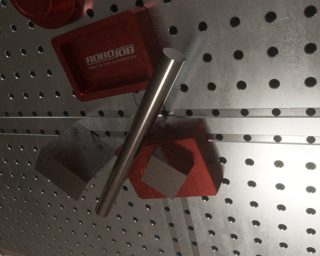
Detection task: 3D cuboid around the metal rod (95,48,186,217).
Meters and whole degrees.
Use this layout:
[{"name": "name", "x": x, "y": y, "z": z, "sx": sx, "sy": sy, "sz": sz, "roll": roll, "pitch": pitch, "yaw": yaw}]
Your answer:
[{"name": "metal rod", "x": -0.039, "y": 0.029, "z": 0.408, "sx": 0.025, "sy": 0.025, "sz": 0.298, "roll": 32, "pitch": 129, "yaw": 7}]

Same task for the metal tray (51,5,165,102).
[{"name": "metal tray", "x": -0.064, "y": -0.087, "z": 0.386, "sx": 0.130, "sy": 0.030, "sz": 0.090, "roll": -7, "pitch": 115, "yaw": 31}]

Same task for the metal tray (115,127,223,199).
[{"name": "metal tray", "x": 0.011, "y": 0.053, "z": 0.434, "sx": 0.130, "sy": 0.030, "sz": 0.090, "roll": -11, "pitch": 113, "yaw": 32}]

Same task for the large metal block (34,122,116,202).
[{"name": "large metal block", "x": -0.125, "y": 0.049, "z": 0.470, "sx": 0.080, "sy": 0.080, "sz": 0.050, "roll": 37, "pitch": 129, "yaw": 3}]

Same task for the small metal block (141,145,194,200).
[{"name": "small metal block", "x": 0.009, "y": 0.058, "z": 0.402, "sx": 0.050, "sy": 0.025, "sz": 0.050, "roll": 30, "pitch": 128, "yaw": 8}]

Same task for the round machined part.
[{"name": "round machined part", "x": -0.143, "y": -0.167, "z": 0.370, "sx": 0.098, "sy": 0.042, "sz": 0.097, "roll": 13, "pitch": 124, "yaw": 20}]
